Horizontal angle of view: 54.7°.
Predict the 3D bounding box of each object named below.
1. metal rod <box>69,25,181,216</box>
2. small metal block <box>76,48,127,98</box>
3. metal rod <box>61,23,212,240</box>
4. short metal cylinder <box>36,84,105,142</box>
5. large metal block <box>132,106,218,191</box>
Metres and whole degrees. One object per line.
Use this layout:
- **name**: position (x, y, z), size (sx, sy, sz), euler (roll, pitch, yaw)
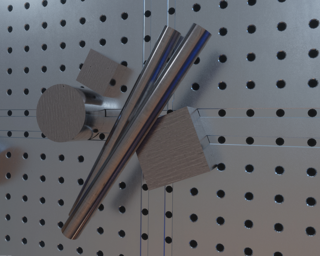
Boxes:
- **metal rod**: position (-0.053, 0.001, 0.431), size (0.025, 0.025, 0.299), euler (31, 100, 17)
- **small metal block**: position (-0.084, -0.078, 0.442), size (0.050, 0.025, 0.050), euler (31, 100, 17)
- **metal rod**: position (-0.034, 0.013, 0.371), size (0.025, 0.025, 0.299), euler (37, 102, 16)
- **short metal cylinder**: position (-0.127, -0.020, 0.444), size (0.080, 0.050, 0.080), euler (0, 90, 20)
- **large metal block**: position (0.018, 0.025, 0.393), size (0.080, 0.050, 0.080), euler (-21, 83, 18)
